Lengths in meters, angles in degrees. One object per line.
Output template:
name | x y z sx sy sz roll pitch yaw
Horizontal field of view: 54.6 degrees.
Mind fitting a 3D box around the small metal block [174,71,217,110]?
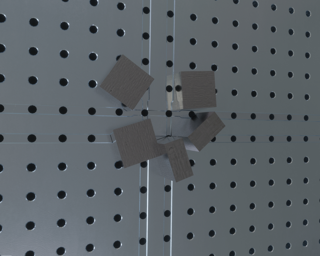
small metal block | 0.049 -0.052 0.430 0.050 0.025 0.050 -5 92 -20

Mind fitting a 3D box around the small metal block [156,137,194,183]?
small metal block | 0.015 0.039 0.405 0.025 0.050 0.050 -19 97 -19

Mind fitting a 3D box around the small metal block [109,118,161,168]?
small metal block | -0.032 0.019 0.401 0.050 0.025 0.050 -18 96 -19

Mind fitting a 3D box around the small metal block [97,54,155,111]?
small metal block | -0.044 -0.056 0.396 0.050 0.025 0.050 36 78 -17

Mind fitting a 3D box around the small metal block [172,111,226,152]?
small metal block | 0.051 0.004 0.418 0.050 0.050 0.025 -42 104 -15
